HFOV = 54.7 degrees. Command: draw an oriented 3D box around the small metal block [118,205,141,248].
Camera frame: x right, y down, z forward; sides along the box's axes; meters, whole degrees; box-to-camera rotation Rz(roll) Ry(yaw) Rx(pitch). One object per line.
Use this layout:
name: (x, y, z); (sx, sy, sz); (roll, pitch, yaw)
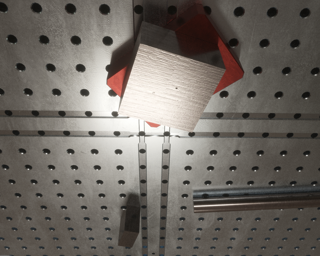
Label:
small metal block: (-0.054, 0.172, 0.541); (0.025, 0.050, 0.050); (13, 129, -11)

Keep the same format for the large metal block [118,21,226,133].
large metal block: (0.009, -0.049, 0.313); (0.081, 0.050, 0.079); (14, 129, -12)

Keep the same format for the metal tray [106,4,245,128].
metal tray: (0.016, -0.064, 0.354); (0.130, 0.030, 0.090); (-30, 124, 23)

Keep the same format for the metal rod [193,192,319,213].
metal rod: (0.207, 0.123, 0.519); (0.302, 0.025, 0.025); (-3, 130, 2)
